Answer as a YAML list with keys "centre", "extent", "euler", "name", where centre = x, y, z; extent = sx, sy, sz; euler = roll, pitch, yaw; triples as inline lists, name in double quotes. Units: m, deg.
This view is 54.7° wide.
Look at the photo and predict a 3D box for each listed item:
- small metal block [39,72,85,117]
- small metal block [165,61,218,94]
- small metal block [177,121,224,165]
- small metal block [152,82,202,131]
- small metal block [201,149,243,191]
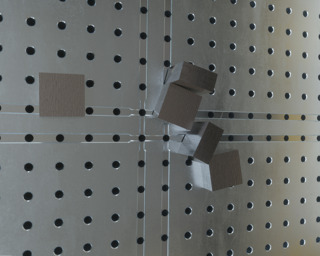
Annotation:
- centre: [-0.117, -0.038, 0.370]
  extent: [0.050, 0.025, 0.050]
  euler: [0, 90, -21]
  name: "small metal block"
- centre: [0.041, -0.065, 0.415]
  extent: [0.050, 0.050, 0.025]
  euler: [17, 85, -20]
  name: "small metal block"
- centre: [0.054, 0.019, 0.421]
  extent: [0.025, 0.050, 0.050]
  euler: [29, 80, -18]
  name: "small metal block"
- centre: [0.023, -0.028, 0.422]
  extent: [0.050, 0.025, 0.050]
  euler: [22, 83, -19]
  name: "small metal block"
- centre: [0.088, 0.059, 0.447]
  extent: [0.050, 0.025, 0.050]
  euler: [-9, 93, -20]
  name: "small metal block"
